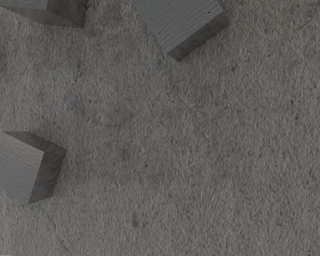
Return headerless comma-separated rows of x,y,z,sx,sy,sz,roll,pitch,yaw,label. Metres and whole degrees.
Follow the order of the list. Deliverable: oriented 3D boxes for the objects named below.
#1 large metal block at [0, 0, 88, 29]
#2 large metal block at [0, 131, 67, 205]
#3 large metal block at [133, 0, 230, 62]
-0.161,-0.180,0.437,0.080,0.080,0.050,12,94,19,large metal block
-0.199,0.056,0.466,0.080,0.050,0.080,22,97,18,large metal block
0.028,-0.143,0.386,0.080,0.050,0.080,-34,79,16,large metal block
